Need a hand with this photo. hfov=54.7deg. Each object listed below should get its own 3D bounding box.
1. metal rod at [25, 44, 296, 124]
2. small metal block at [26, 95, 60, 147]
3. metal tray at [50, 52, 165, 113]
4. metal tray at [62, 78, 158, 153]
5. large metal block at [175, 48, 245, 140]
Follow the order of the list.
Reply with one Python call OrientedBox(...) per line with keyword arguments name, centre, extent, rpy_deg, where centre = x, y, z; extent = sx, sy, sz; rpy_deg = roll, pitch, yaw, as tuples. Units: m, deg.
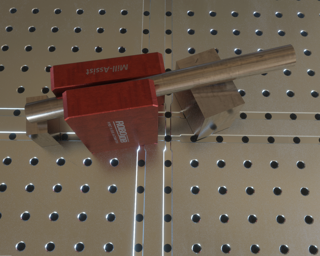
OrientedBox(name="metal rod", centre=(-0.004, -0.048, 0.349), extent=(0.302, 0.025, 0.025), rpy_deg=(-12, 70, 5))
OrientedBox(name="small metal block", centre=(-0.150, -0.008, 0.399), extent=(0.025, 0.050, 0.050), rpy_deg=(-8, 70, -3))
OrientedBox(name="metal tray", centre=(-0.060, -0.052, 0.395), extent=(0.131, 0.090, 0.030), rpy_deg=(-8, 72, -4))
OrientedBox(name="metal tray", centre=(-0.049, -0.008, 0.358), extent=(0.091, 0.130, 0.030), rpy_deg=(-9, 71, -4))
OrientedBox(name="large metal block", centre=(0.058, -0.040, 0.397), extent=(0.050, 0.080, 0.080), rpy_deg=(-21, 72, -8))
